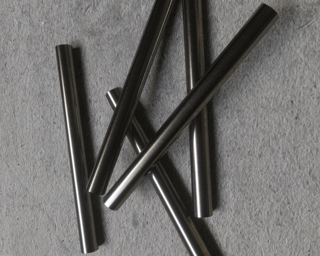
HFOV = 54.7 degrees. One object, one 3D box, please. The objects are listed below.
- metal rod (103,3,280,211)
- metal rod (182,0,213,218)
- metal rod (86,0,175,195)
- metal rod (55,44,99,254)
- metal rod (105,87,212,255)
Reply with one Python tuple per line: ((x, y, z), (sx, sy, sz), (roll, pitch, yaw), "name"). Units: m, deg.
((0.028, -0.015, 0.371), (0.025, 0.025, 0.299), (42, 103, 15), "metal rod")
((0.047, -0.040, 0.392), (0.025, 0.025, 0.298), (-3, 89, 20), "metal rod")
((-0.032, -0.059, 0.399), (0.025, 0.025, 0.299), (20, 89, 19), "metal rod")
((-0.121, 0.028, 0.451), (0.025, 0.025, 0.298), (-9, 87, 20), "metal rod")
((0.007, 0.079, 0.406), (0.025, 0.025, 0.299), (-32, 80, 17), "metal rod")
